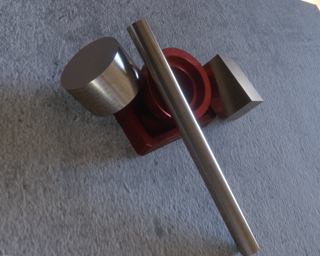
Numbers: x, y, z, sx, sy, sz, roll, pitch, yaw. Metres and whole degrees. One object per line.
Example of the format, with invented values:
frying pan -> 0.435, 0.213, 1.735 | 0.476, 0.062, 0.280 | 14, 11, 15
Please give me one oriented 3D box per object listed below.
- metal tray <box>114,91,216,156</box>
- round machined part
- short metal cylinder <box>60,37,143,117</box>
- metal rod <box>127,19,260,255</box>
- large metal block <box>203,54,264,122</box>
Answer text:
metal tray -> 0.006, -0.027, 0.423 | 0.131, 0.030, 0.090 | -23, 74, -36
round machined part -> 0.016, -0.051, 0.404 | 0.099, 0.042, 0.098 | 10, 72, -31
short metal cylinder -> -0.068, -0.060, 0.363 | 0.050, 0.080, 0.080 | 50, 39, -42
metal rod -> 0.041, 0.015, 0.364 | 0.025, 0.025, 0.299 | -31, 96, -38
large metal block -> 0.102, -0.058, 0.460 | 0.080, 0.050, 0.080 | 58, 27, 13
